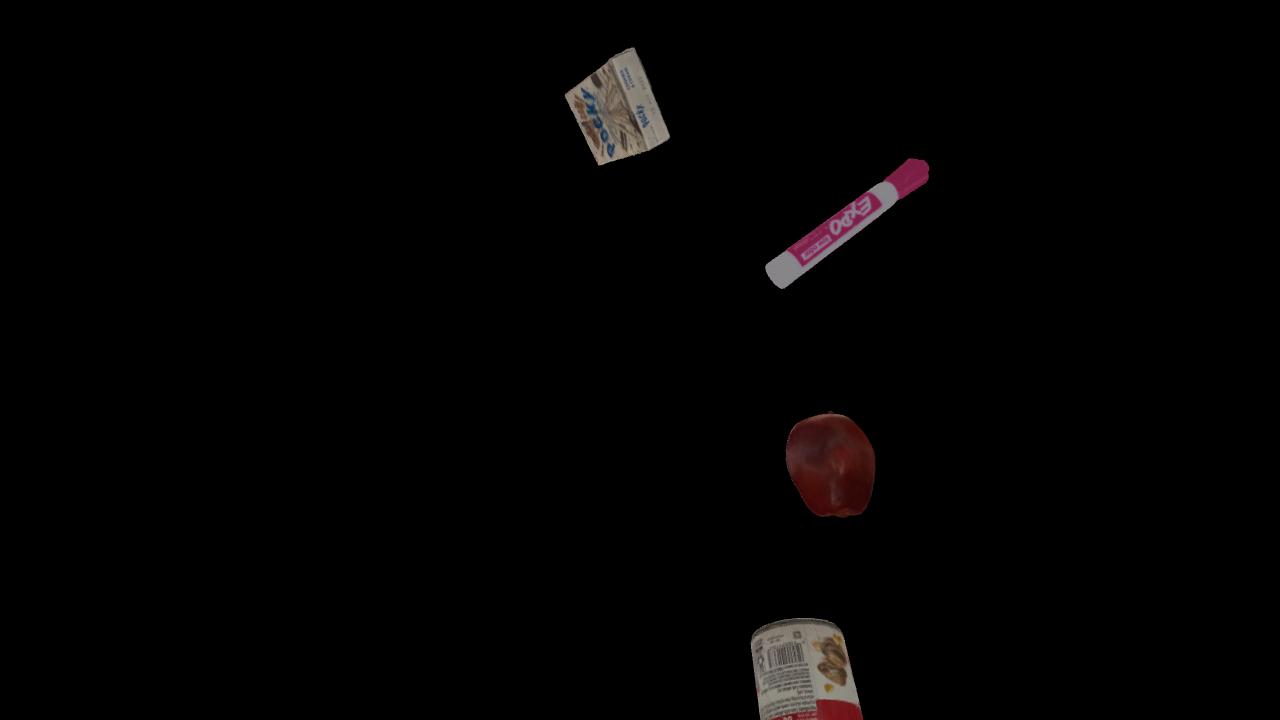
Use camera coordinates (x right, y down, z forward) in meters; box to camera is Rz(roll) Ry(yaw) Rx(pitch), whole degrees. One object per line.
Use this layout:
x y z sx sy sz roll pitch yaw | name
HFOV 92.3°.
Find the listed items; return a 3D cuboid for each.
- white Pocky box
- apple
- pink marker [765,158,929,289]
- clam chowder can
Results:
-0.025 -0.241 0.601 0.028 0.084 0.154 -32 21 -13 | white Pocky box
0.169 0.091 0.545 0.079 0.093 0.079 0 -18 0 | apple
0.131 -0.087 0.385 0.121 0.020 0.020 -36 3 -4 | pink marker
0.112 0.234 0.407 0.068 0.102 0.068 -1 -45 -1 | clam chowder can
